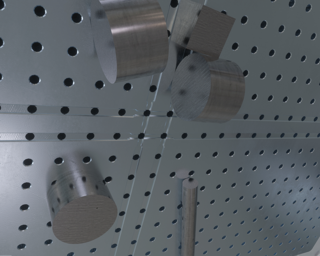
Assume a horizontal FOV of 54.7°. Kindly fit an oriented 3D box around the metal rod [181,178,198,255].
[{"bbox_3d":[0.052,0.213,0.572,0.025,0.025,0.298,-15,125,-20],"label":"metal rod"}]

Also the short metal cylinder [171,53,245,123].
[{"bbox_3d":[0.056,-0.047,0.378,0.050,0.080,0.079,3,117,-30],"label":"short metal cylinder"}]

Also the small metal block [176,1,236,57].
[{"bbox_3d":[0.054,-0.116,0.369,0.050,0.025,0.050,8,114,-32],"label":"small metal block"}]

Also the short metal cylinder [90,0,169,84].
[{"bbox_3d":[-0.032,-0.088,0.304,0.050,0.080,0.079,-16,125,-20],"label":"short metal cylinder"}]

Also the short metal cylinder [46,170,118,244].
[{"bbox_3d":[-0.102,0.102,0.403,0.081,0.050,0.079,-14,124,-21],"label":"short metal cylinder"}]
